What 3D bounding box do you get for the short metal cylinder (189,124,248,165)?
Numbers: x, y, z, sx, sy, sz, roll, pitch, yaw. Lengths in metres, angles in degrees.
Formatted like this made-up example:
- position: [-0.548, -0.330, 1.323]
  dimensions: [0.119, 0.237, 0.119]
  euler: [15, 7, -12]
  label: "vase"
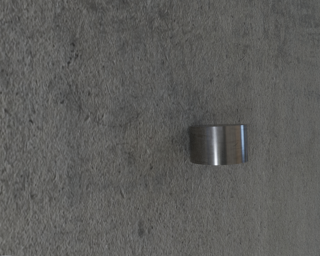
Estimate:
- position: [0.082, 0.021, 0.437]
  dimensions: [0.081, 0.080, 0.050]
  euler: [-4, 93, -40]
  label: "short metal cylinder"
